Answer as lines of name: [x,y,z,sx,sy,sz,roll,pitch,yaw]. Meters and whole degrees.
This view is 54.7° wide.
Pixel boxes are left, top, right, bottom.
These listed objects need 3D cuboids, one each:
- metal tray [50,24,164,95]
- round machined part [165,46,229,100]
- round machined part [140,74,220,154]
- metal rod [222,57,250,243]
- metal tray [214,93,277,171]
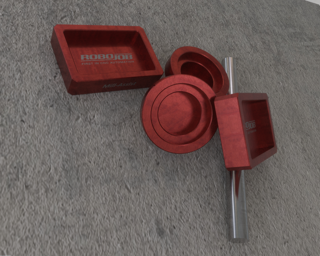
metal tray: [-0.070,-0.095,0.421,0.131,0.030,0.090,-11,67,-33]
round machined part: [0.051,-0.071,0.463,0.099,0.042,0.098,14,55,-21]
round machined part: [0.023,-0.019,0.396,0.099,0.042,0.097,-2,99,-10]
metal rod: [0.107,0.011,0.454,0.025,0.025,0.300,18,55,-18]
metal tray: [0.119,0.000,0.413,0.131,0.030,0.089,-9,89,-56]
